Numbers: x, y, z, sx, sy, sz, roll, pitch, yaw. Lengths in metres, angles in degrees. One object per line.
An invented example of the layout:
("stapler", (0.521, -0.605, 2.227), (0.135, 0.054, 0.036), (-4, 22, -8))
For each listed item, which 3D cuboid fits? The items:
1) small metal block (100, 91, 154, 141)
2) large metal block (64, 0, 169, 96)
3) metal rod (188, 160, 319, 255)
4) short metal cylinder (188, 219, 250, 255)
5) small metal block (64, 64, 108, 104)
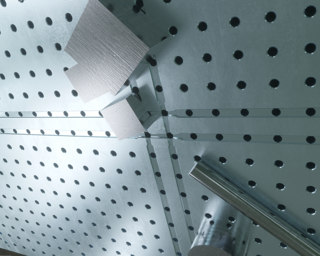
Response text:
("small metal block", (-0.045, -0.015, 0.424), (0.050, 0.025, 0.050), (-21, 108, 35))
("large metal block", (-0.051, -0.098, 0.360), (0.080, 0.050, 0.080), (43, 129, -2))
("metal rod", (0.168, 0.140, 0.409), (0.301, 0.025, 0.025), (35, 129, 4))
("short metal cylinder", (0.088, 0.185, 0.462), (0.080, 0.050, 0.079), (13, 124, 20))
("small metal block", (-0.092, -0.067, 0.416), (0.050, 0.025, 0.050), (-19, 109, 35))
